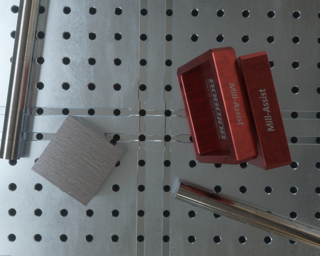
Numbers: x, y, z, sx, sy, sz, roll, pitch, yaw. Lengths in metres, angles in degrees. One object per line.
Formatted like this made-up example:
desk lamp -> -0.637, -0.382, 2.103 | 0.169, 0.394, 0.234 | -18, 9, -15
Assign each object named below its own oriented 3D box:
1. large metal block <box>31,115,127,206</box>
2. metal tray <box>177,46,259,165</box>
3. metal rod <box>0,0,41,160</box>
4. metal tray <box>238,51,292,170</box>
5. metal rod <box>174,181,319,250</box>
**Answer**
large metal block -> -0.100, 0.039, 0.400 | 0.080, 0.050, 0.080 | 34, 90, -1
metal tray -> 0.066, -0.023, 0.379 | 0.030, 0.090, 0.129 | -13, 90, -23
metal rod -> -0.180, -0.108, 0.410 | 0.025, 0.025, 0.298 | 8, 90, -1
metal tray -> 0.116, -0.020, 0.382 | 0.030, 0.090, 0.129 | -13, 90, 0
metal rod -> 0.165, 0.133, 0.415 | 0.302, 0.025, 0.025 | 20, 90, -1
